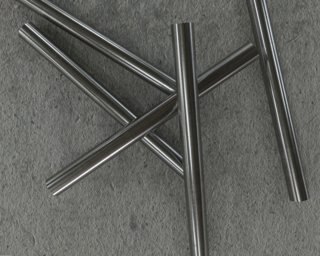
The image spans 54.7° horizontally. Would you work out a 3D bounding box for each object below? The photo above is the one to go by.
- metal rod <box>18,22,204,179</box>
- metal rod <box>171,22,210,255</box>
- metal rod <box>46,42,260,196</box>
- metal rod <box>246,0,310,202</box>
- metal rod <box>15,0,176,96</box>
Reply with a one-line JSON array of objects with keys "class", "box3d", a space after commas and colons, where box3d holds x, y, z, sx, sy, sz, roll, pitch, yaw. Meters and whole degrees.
[{"class": "metal rod", "box3d": [-0.063, -0.031, 0.409, 0.300, 0.025, 0.025, 41, 90, 0]}, {"class": "metal rod", "box3d": [0.039, 0.030, 0.374, 0.025, 0.025, 0.298, -6, 104, 0]}, {"class": "metal rod", "box3d": [-0.009, -0.011, 0.383, 0.301, 0.025, 0.025, -34, 90, 0]}, {"class": "metal rod", "box3d": [0.153, -0.052, 0.410, 0.025, 0.025, 0.298, -12, 90, 0]}, {"class": "metal rod", "box3d": [-0.081, -0.115, 0.409, 0.301, 0.025, 0.025, 32, 90, 0]}]
